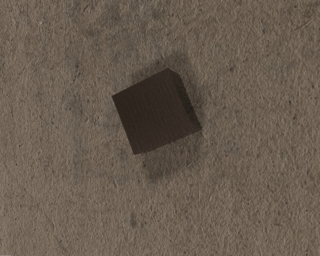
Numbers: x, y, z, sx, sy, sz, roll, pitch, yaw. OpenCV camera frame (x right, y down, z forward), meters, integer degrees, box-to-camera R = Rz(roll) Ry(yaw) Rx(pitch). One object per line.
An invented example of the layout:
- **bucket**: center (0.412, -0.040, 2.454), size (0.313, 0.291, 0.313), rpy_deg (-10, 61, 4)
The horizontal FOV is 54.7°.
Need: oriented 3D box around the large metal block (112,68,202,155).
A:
- **large metal block**: center (-0.003, -0.019, 0.396), size (0.080, 0.050, 0.080), rpy_deg (-24, 82, 18)
